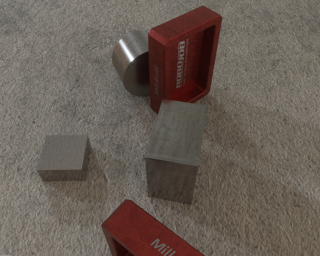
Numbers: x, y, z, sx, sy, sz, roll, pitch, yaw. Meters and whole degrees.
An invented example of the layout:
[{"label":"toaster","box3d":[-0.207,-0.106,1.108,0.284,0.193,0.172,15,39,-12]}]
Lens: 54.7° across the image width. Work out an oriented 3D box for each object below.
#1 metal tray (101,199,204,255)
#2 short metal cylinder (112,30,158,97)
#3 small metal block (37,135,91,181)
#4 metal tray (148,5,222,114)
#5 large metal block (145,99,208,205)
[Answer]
[{"label":"metal tray","box3d":[0.014,0.124,0.256,0.130,0.090,0.030,31,57,23]},{"label":"short metal cylinder","box3d":[-0.023,-0.092,0.445,0.081,0.080,0.050,-18,53,-15]},{"label":"small metal block","box3d":[-0.113,0.036,0.372,0.050,0.025,0.050,0,50,-1]},{"label":"metal tray","box3d":[0.031,-0.080,0.403,0.091,0.129,0.030,-32,57,-24]},{"label":"large metal block","box3d":[0.019,0.027,0.345,0.050,0.080,0.080,9,51,8]}]
